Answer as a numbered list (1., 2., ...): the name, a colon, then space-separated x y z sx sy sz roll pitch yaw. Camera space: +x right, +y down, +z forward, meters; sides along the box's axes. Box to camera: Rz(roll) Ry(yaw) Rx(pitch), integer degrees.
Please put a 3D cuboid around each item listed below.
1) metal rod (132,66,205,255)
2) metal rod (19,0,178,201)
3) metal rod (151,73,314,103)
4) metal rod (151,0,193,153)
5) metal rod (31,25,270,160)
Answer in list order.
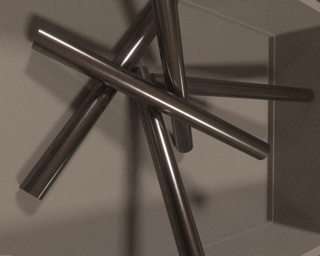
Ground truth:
1. metal rod: 0.013 0.064 0.337 0.025 0.025 0.299 2 63 -40
2. metal rod: -0.056 -0.055 0.360 0.025 0.025 0.300 45 63 -31
3. metal rod: 0.123 -0.058 0.471 0.303 0.025 0.025 0 90 -28
4. metal rod: 0.013 -0.081 0.340 0.025 0.025 0.298 -45 142 -31
5. metal rod: 0.009 -0.028 0.353 0.302 0.025 0.025 25 74 -22
